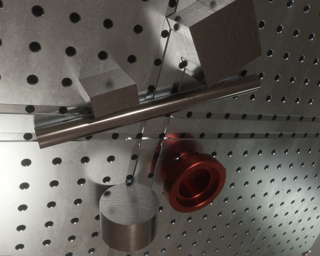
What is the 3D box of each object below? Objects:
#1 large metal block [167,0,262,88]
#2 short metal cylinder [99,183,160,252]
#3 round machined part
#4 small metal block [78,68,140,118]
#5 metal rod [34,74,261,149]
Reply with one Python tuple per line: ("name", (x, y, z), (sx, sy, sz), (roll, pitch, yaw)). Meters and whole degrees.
("large metal block", (0.066, -0.108, 0.366), (0.080, 0.050, 0.080), (-32, 129, -8))
("short metal cylinder", (-0.042, 0.121, 0.429), (0.081, 0.080, 0.050), (-10, 123, -24))
("round machined part", (0.049, 0.079, 0.478), (0.099, 0.042, 0.097), (-14, 125, -21))
("small metal block", (-0.056, -0.040, 0.341), (0.050, 0.050, 0.025), (-20, 126, -17))
("metal rod", (0.000, -0.027, 0.395), (0.302, 0.025, 0.025), (-16, 125, -20))
